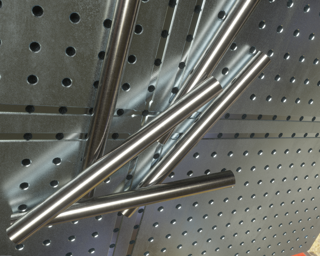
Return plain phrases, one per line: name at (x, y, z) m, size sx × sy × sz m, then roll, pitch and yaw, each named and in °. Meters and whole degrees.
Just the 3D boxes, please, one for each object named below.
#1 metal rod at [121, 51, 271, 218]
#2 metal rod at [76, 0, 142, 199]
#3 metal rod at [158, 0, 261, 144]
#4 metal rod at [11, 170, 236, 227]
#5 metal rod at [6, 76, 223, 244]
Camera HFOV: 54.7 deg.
metal rod at (0.046, 0.012, 0.445) m, size 0.299 × 0.025 × 0.025 m, roll -48°, pitch 129°, yaw 6°
metal rod at (-0.058, -0.045, 0.352) m, size 0.025 × 0.025 × 0.298 m, roll 3°, pitch 117°, yaw -30°
metal rod at (0.076, -0.107, 0.388) m, size 0.025 × 0.025 × 0.299 m, roll 23°, pitch 106°, yaw -37°
metal rod at (-0.038, 0.097, 0.424) m, size 0.302 × 0.025 × 0.025 m, roll -9°, pitch 123°, yaw -14°
metal rod at (-0.050, 0.035, 0.372) m, size 0.301 × 0.025 × 0.025 m, roll -37°, pitch 130°, yaw -4°
